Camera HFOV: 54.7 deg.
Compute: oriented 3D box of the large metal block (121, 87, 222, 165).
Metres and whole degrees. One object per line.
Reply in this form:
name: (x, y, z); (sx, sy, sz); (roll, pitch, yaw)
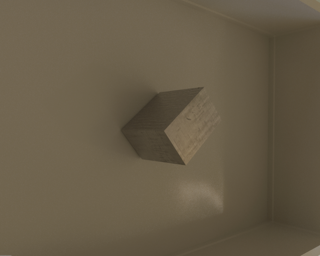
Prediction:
large metal block: (0.014, -0.004, 0.381); (0.080, 0.080, 0.050); (-47, 119, -30)
